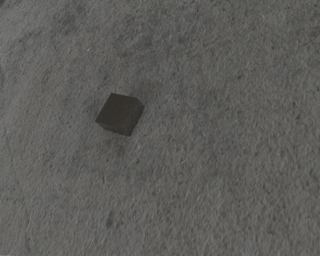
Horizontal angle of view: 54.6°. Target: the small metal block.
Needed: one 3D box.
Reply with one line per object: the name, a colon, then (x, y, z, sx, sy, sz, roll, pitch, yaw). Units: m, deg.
small metal block: (-0.057, -0.020, 0.447, 0.050, 0.025, 0.050, 14, 69, 34)
